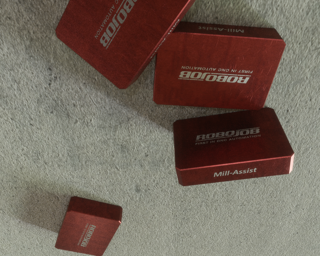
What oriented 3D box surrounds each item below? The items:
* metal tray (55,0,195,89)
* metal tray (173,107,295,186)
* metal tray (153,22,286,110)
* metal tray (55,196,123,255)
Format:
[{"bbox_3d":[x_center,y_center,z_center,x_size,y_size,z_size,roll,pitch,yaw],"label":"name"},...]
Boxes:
[{"bbox_3d":[-0.030,-0.111,0.287,0.090,0.030,0.129,40,122,-3],"label":"metal tray"},{"bbox_3d":[0.084,0.021,0.382,0.131,0.090,0.030,-8,130,6],"label":"metal tray"},{"bbox_3d":[0.060,-0.067,0.347,0.131,0.030,0.089,3,130,-3],"label":"metal tray"},{"bbox_3d":[-0.130,0.180,0.556,0.091,0.030,0.129,17,128,-14],"label":"metal tray"}]
